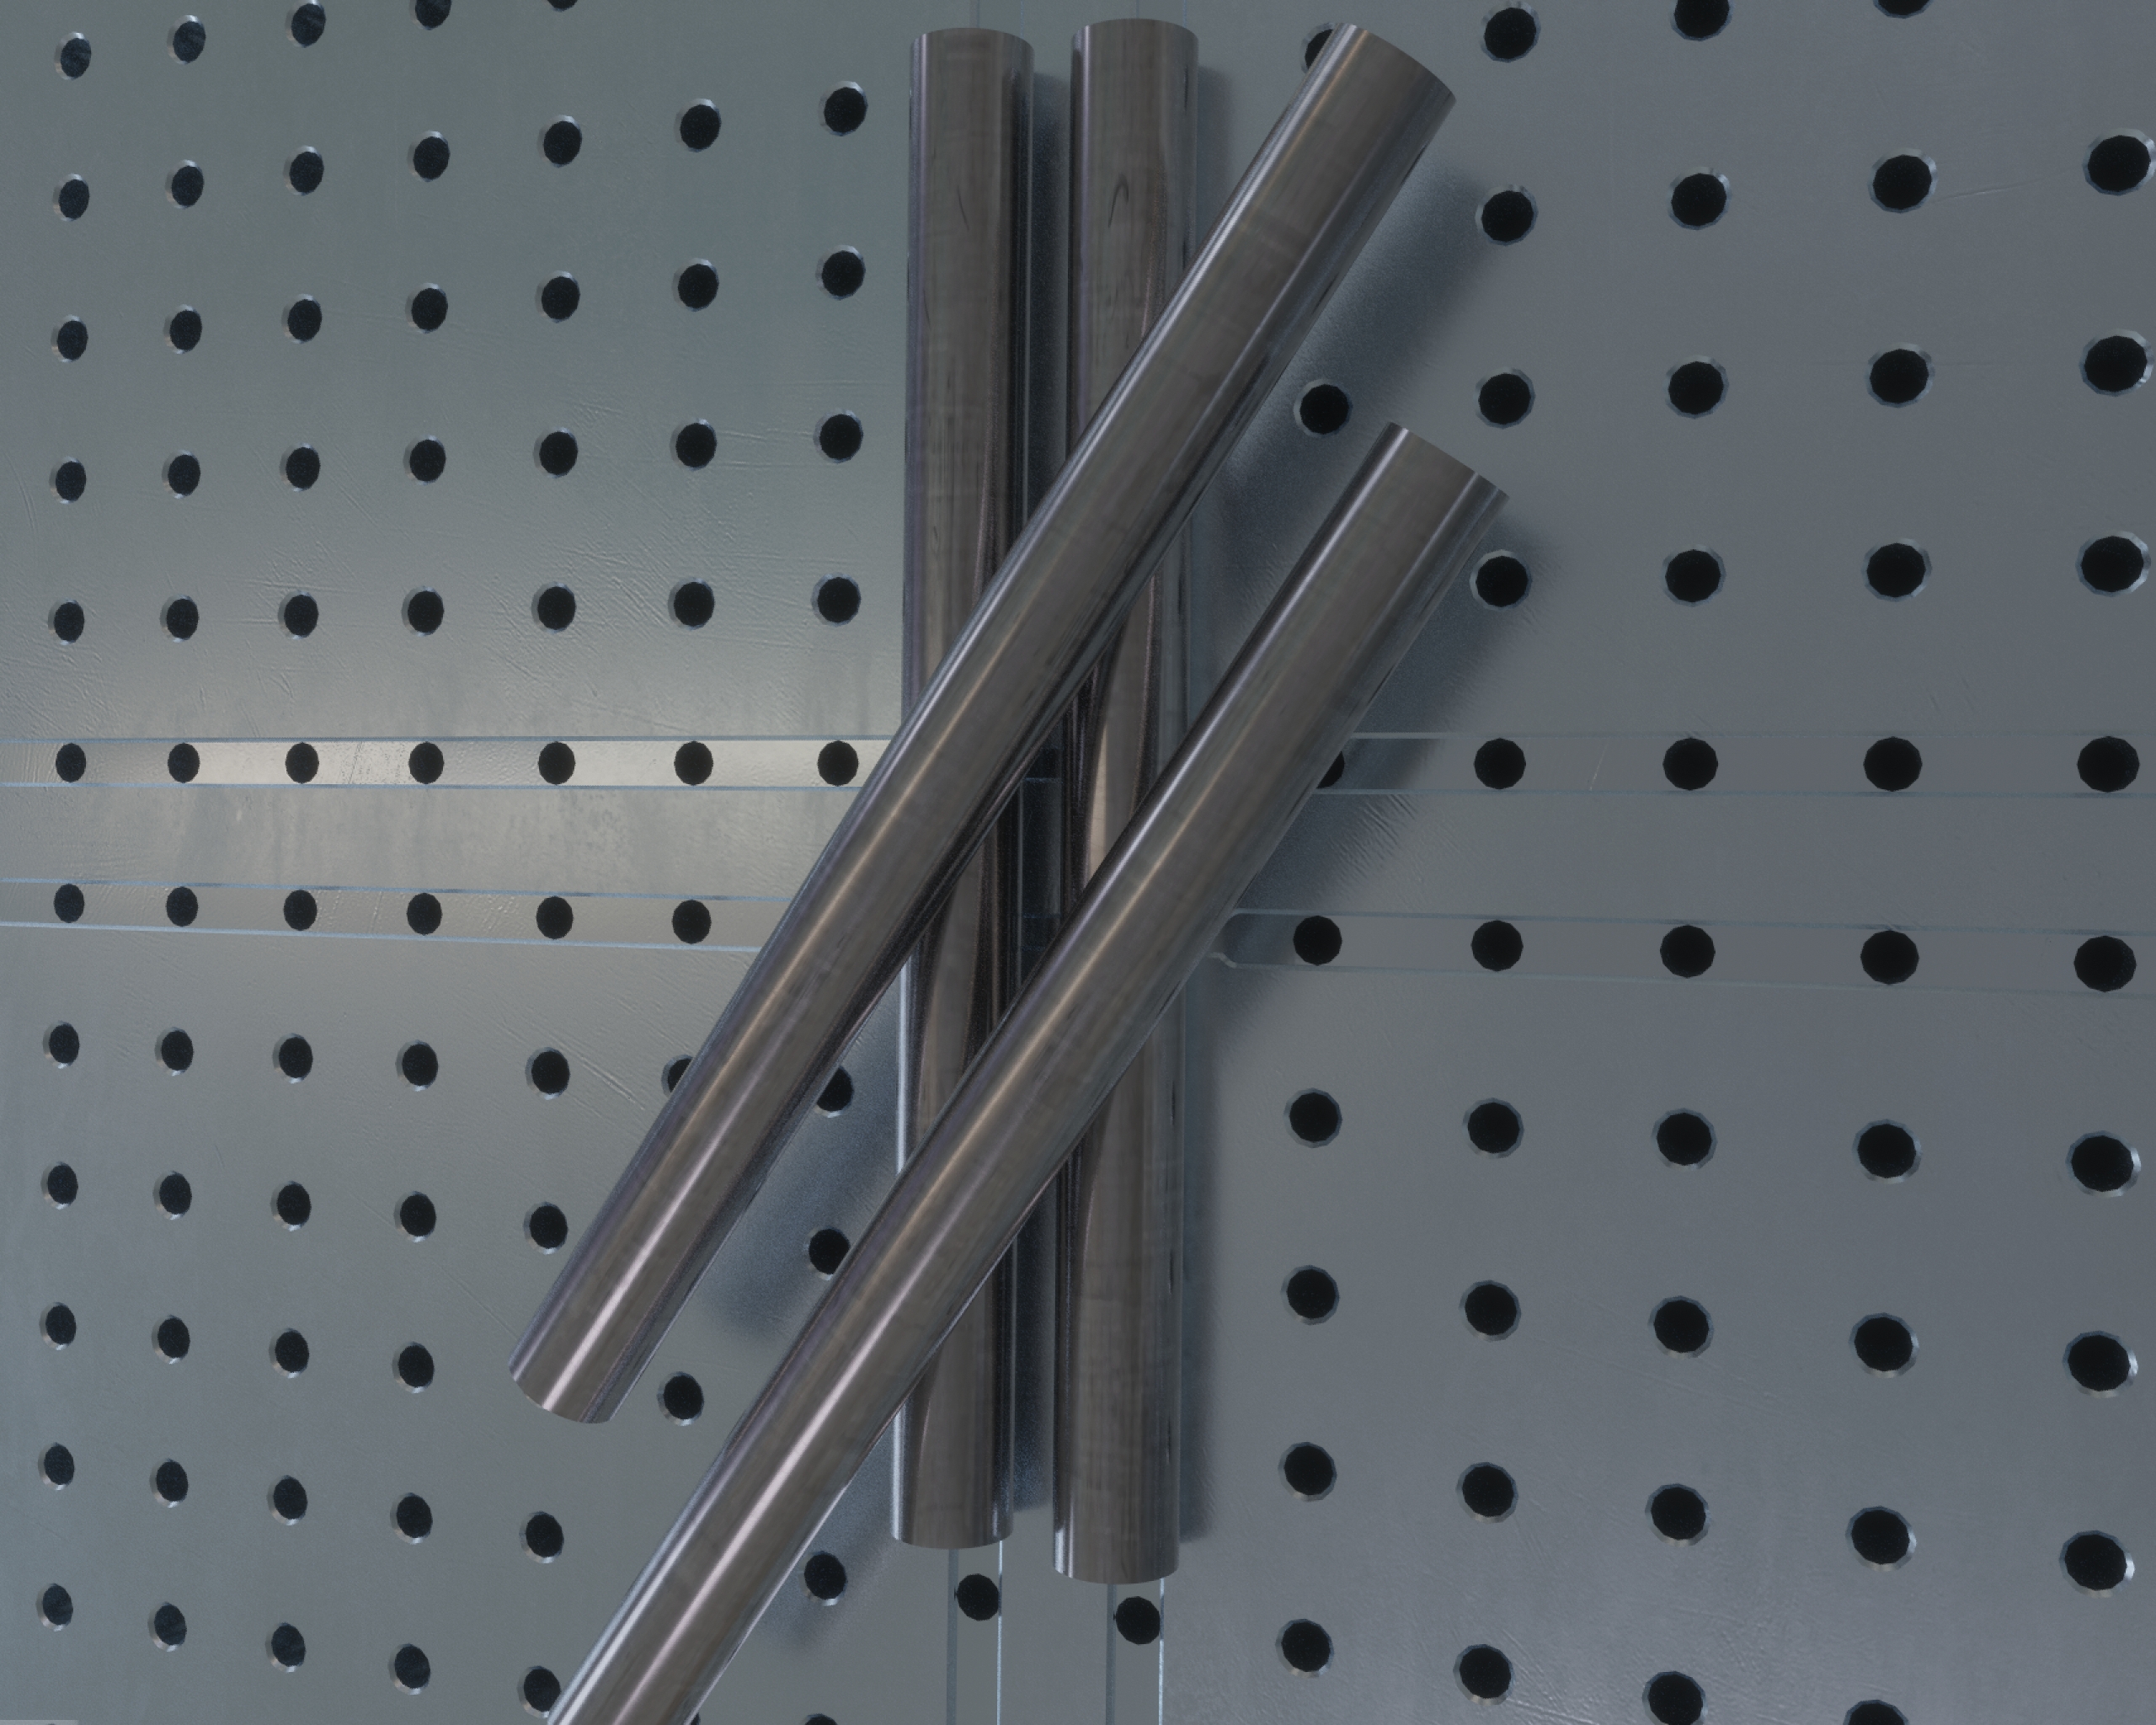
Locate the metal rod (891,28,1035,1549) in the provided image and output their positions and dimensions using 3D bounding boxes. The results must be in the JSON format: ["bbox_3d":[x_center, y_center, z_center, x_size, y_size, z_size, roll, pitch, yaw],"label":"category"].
[{"bbox_3d":[-0.023,-0.014,0.422,0.025,0.025,0.298,1,90,20],"label":"metal rod"}]

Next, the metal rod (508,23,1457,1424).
[{"bbox_3d":[-0.024,-0.017,0.396,0.025,0.025,0.299,36,101,16],"label":"metal rod"}]

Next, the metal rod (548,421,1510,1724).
[{"bbox_3d":[-0.015,0.053,0.392,0.025,0.025,0.299,36,101,16],"label":"metal rod"}]

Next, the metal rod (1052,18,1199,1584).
[{"bbox_3d":[0.009,-0.012,0.410,0.025,0.025,0.298,1,90,20],"label":"metal rod"}]
